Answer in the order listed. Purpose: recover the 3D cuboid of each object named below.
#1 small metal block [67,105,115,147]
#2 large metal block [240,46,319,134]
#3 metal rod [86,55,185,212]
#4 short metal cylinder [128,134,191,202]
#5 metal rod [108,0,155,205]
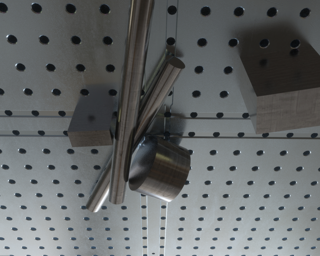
[{"bbox_3d":[-0.084,-0.003,0.391,0.050,0.050,0.025,-3,130,2],"label":"small metal block"},{"bbox_3d":[0.138,-0.043,0.341,0.080,0.080,0.050,-8,130,6],"label":"large metal block"},{"bbox_3d":[-0.048,0.028,0.434,0.025,0.025,0.298,20,127,-17],"label":"metal rod"},{"bbox_3d":[-0.002,0.055,0.422,0.050,0.080,0.080,25,126,-20],"label":"short metal cylinder"},{"bbox_3d":[-0.038,-0.021,0.370,0.025,0.025,0.298,7,123,-7],"label":"metal rod"}]
